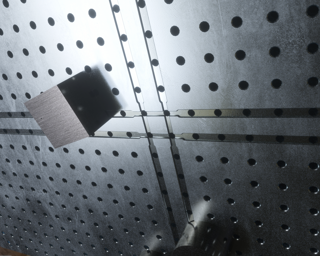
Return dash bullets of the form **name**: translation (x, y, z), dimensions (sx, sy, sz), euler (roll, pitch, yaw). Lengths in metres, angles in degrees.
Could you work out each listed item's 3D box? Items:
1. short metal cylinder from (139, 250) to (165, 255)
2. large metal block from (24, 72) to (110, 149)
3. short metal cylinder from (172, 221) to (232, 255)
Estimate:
- **short metal cylinder**: translation (-0.014, 0.274, 0.572), dimensions (0.080, 0.050, 0.079), euler (13, 124, 21)
- **large metal block**: translation (-0.135, -0.024, 0.452), dimensions (0.080, 0.050, 0.080), euler (-18, 109, 35)
- **short metal cylinder**: translation (0.066, 0.192, 0.479), dimensions (0.080, 0.050, 0.079), euler (13, 124, 21)
